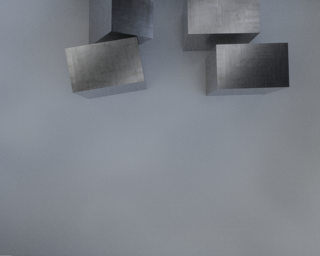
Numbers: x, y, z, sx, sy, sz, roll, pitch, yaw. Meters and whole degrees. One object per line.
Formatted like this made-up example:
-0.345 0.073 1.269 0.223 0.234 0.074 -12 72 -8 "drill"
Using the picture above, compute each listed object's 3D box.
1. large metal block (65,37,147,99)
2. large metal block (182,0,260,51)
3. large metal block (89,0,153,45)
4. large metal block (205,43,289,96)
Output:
-0.061 -0.070 0.383 0.080 0.080 0.050 -10 90 0 "large metal block"
0.071 -0.131 0.385 0.081 0.080 0.050 -1 90 -1 "large metal block"
-0.049 -0.143 0.376 0.050 0.080 0.079 1 90 -30 "large metal block"
0.103 -0.070 0.385 0.081 0.080 0.050 -2 90 -1 "large metal block"
